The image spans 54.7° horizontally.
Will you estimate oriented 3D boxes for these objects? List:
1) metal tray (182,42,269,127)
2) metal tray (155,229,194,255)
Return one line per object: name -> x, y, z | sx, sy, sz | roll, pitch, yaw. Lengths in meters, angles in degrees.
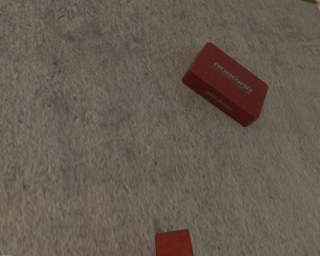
metal tray -> 0.110, -0.072, 0.506 | 0.130, 0.030, 0.090 | 35, 51, -5
metal tray -> 0.021, 0.163, 0.250 | 0.030, 0.089, 0.130 | -8, 42, 0
